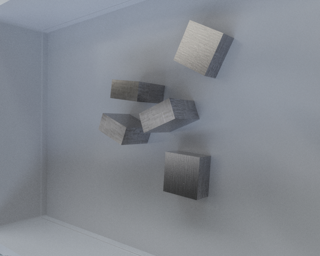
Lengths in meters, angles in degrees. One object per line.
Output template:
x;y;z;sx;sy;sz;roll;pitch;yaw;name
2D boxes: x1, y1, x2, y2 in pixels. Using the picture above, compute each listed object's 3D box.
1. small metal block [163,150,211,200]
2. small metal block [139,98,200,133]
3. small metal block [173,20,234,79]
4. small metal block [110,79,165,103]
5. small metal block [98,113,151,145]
0.033;0.056;0.380;0.050;0.025;0.050;6;94;40;small metal block
0.012;-0.014;0.381;0.050;0.050;0.025;-25;75;37;small metal block
0.051;-0.093;0.365;0.050;0.025;0.050;36;112;34;small metal block
-0.030;-0.049;0.415;0.050;0.050;0.025;11;97;39;small metal block
-0.048;0.001;0.430;0.050;0.050;0.025;29;108;36;small metal block
